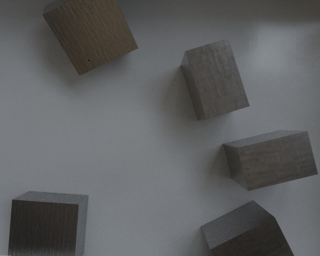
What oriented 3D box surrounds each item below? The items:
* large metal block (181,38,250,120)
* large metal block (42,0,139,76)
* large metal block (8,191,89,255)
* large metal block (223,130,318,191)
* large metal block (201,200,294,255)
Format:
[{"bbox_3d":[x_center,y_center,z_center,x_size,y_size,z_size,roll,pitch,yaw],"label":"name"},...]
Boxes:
[{"bbox_3d":[0.064,-0.055,0.384,0.050,0.080,0.080,-17,90,0],"label":"large metal block"},{"bbox_3d":[-0.083,-0.124,0.380,0.080,0.050,0.080,-25,125,0],"label":"large metal block"},{"bbox_3d":[-0.141,0.129,0.398,0.080,0.050,0.080,4,90,0],"label":"large metal block"},{"bbox_3d":[0.131,0.036,0.385,0.080,0.080,0.050,-14,90,0],"label":"large metal block"},{"bbox_3d":[0.103,0.139,0.385,0.080,0.080,0.050,-26,90,0],"label":"large metal block"}]
